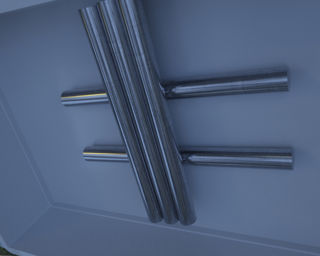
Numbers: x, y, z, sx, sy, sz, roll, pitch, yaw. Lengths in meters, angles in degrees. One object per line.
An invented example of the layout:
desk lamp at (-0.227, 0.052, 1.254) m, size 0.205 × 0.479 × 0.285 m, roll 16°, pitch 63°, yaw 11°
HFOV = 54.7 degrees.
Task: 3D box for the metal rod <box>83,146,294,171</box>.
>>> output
metal rod at (0.018, 0.038, 0.421) m, size 0.300 × 0.025 × 0.025 m, roll -1°, pitch 118°, yaw 28°

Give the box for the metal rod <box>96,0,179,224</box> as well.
metal rod at (-0.018, -0.002, 0.382) m, size 0.025 × 0.025 × 0.298 m, roll -1°, pitch 118°, yaw 29°

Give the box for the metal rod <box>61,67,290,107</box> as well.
metal rod at (-0.003, -0.046, 0.381) m, size 0.300 × 0.025 × 0.025 m, roll -1°, pitch 118°, yaw 28°

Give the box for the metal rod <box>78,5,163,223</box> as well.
metal rod at (-0.040, 0.000, 0.395) m, size 0.025 × 0.025 × 0.298 m, roll -1°, pitch 118°, yaw 29°

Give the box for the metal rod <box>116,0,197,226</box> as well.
metal rod at (0.003, -0.004, 0.369) m, size 0.025 × 0.025 × 0.298 m, roll -1°, pitch 118°, yaw 29°
